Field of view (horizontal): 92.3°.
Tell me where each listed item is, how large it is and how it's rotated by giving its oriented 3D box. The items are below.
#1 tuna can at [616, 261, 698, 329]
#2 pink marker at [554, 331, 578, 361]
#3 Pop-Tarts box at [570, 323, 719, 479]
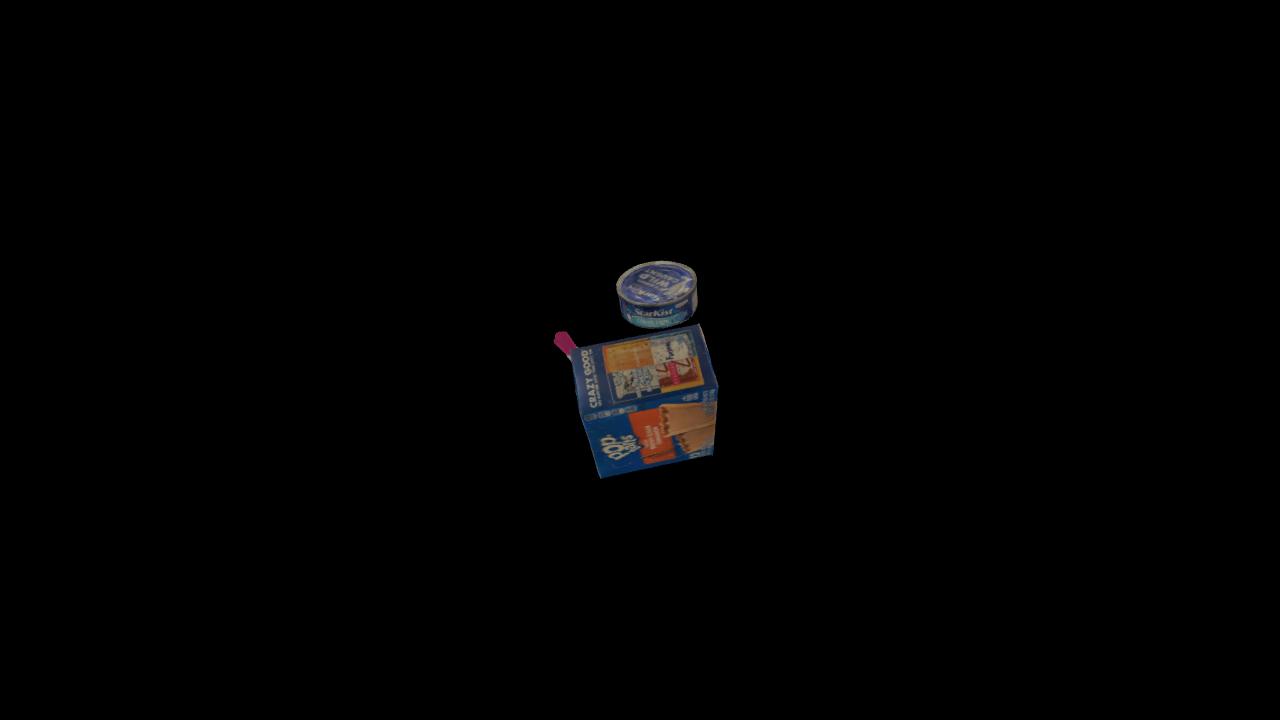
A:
[{"bbox_3d":[0.018,-0.069,0.644,0.084,0.034,0.084,-5,38,4],"label":"tuna can"},{"bbox_3d":[-0.065,0.009,0.728,0.020,0.020,0.121,0,-38,34],"label":"pink marker"},{"bbox_3d":[0.008,0.052,0.683,0.141,0.083,0.167,-11,-33,-3],"label":"Pop-Tarts box"}]
